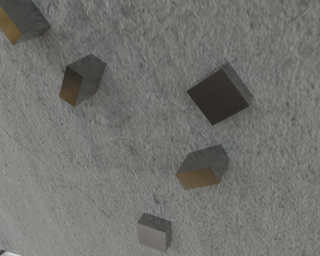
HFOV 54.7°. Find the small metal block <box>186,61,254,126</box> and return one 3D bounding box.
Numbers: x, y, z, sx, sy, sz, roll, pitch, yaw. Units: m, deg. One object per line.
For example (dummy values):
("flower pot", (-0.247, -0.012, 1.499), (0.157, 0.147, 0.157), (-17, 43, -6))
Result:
("small metal block", (0.067, -0.038, 0.347), (0.050, 0.025, 0.050), (-32, 101, 37))

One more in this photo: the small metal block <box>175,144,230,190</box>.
("small metal block", (0.055, 0.049, 0.392), (0.050, 0.050, 0.025), (-20, 108, 35))

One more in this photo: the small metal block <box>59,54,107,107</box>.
("small metal block", (-0.100, -0.062, 0.403), (0.025, 0.050, 0.050), (34, 129, 6))

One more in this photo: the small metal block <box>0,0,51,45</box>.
("small metal block", (-0.179, -0.140, 0.396), (0.025, 0.050, 0.050), (-27, 104, 37))

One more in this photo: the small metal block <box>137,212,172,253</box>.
("small metal block", (-0.008, 0.175, 0.518), (0.050, 0.025, 0.050), (12, 124, 21))
